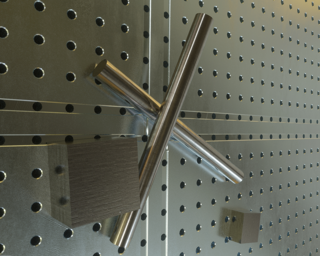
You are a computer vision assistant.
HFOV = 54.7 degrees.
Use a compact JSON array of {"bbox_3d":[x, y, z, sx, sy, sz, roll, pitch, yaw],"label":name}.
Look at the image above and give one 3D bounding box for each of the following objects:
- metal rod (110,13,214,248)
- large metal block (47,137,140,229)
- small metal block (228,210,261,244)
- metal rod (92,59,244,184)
[{"bbox_3d":[0.004,-0.001,0.384,0.025,0.025,0.299,25,84,-38],"label":"metal rod"},{"bbox_3d":[-0.070,0.053,0.335,0.081,0.050,0.079,-5,93,-40],"label":"large metal block"},{"bbox_3d":[0.147,0.170,0.536,0.050,0.025,0.050,14,81,-39],"label":"small metal block"},{"bbox_3d":[0.031,0.007,0.436,0.301,0.025,0.025,37,67,-34],"label":"metal rod"}]
